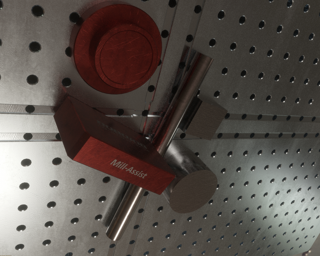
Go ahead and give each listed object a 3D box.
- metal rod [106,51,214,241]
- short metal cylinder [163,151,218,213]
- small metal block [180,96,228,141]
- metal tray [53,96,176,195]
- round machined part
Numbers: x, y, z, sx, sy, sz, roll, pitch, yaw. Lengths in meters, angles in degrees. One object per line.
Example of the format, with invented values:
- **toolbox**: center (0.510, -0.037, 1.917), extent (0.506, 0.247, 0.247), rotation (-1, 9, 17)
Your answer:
- **metal rod**: center (-0.007, 0.036, 0.431), extent (0.025, 0.025, 0.298), rotation (14, 111, -35)
- **short metal cylinder**: center (0.039, 0.082, 0.469), extent (0.081, 0.050, 0.079), rotation (-14, 125, -21)
- **small metal block**: center (0.059, -0.014, 0.437), extent (0.050, 0.025, 0.050), rotation (16, 110, -35)
- **metal tray**: center (-0.050, 0.021, 0.355), extent (0.130, 0.090, 0.030), rotation (31, 101, -38)
- **round machined part**: center (-0.042, -0.080, 0.329), extent (0.099, 0.042, 0.097), rotation (-14, 125, -21)
